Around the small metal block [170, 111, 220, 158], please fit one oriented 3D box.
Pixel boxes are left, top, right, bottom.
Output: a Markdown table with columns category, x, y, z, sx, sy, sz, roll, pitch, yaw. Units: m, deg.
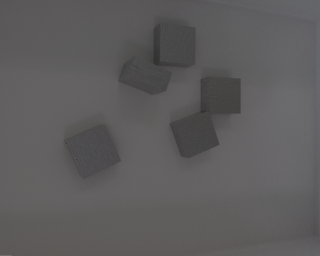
| category | x | y | z | sx | sy | sz | roll | pitch | yaw |
| --- | --- | --- | --- | --- | --- | --- | --- | --- | --- |
| small metal block | 0.048 | 0.008 | 0.428 | 0.050 | 0.025 | 0.050 | -21 | 97 | -19 |

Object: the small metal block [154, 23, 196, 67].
| category | x | y | z | sx | sy | sz | roll | pitch | yaw |
| --- | --- | --- | --- | --- | --- | --- | --- | --- | --- |
| small metal block | 0.020 | -0.110 | 0.417 | 0.050 | 0.025 | 0.050 | 1 | 90 | -20 |

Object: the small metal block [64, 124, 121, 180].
| category | x | y | z | sx | sy | sz | roll | pitch | yaw |
| --- | --- | --- | --- | --- | --- | --- | --- | --- | --- |
| small metal block | -0.083 | 0.028 | 0.380 | 0.050 | 0.025 | 0.050 | -25 | 99 | -18 |

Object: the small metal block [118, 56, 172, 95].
| category | x | y | z | sx | sy | sz | roll | pitch | yaw |
| --- | --- | --- | --- | --- | --- | --- | --- | --- | --- |
| small metal block | -0.020 | -0.064 | 0.390 | 0.050 | 0.050 | 0.025 | 20 | 84 | -19 |

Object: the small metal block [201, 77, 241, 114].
| category | x | y | z | sx | sy | sz | roll | pitch | yaw |
| --- | --- | --- | --- | --- | --- | --- | --- | --- | --- |
| small metal block | 0.087 | -0.045 | 0.442 | 0.050 | 0.025 | 0.050 | 0 | 90 | -20 |
